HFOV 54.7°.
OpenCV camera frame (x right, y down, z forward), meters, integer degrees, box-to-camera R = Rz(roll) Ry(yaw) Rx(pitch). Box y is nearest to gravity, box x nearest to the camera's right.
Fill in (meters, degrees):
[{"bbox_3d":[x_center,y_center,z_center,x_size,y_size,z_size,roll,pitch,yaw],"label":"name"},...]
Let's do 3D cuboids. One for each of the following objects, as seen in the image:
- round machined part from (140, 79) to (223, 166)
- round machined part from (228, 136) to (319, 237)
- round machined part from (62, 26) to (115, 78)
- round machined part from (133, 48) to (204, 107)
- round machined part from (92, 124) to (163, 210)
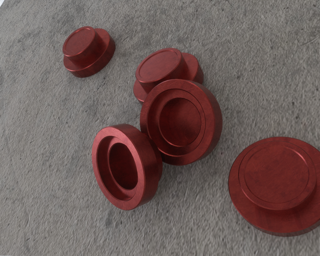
[{"bbox_3d":[0.028,-0.007,0.365,0.098,0.042,0.097,3,95,33],"label":"round machined part"},{"bbox_3d":[0.115,0.051,0.301,0.098,0.042,0.098,-13,56,21],"label":"round machined part"},{"bbox_3d":[-0.132,-0.141,0.549,0.098,0.042,0.098,-13,56,21],"label":"round machined part"},{"bbox_3d":[0.006,-0.072,0.422,0.098,0.042,0.098,-18,43,18],"label":"round machined part"},{"bbox_3d":[-0.035,0.043,0.364,0.098,0.042,0.097,13,109,43],"label":"round machined part"}]
